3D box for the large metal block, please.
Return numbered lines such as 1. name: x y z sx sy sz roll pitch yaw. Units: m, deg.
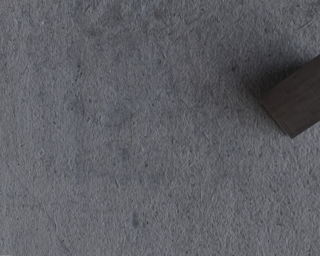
1. large metal block: 0.155 -0.033 0.325 0.080 0.080 0.050 -38 78 16
